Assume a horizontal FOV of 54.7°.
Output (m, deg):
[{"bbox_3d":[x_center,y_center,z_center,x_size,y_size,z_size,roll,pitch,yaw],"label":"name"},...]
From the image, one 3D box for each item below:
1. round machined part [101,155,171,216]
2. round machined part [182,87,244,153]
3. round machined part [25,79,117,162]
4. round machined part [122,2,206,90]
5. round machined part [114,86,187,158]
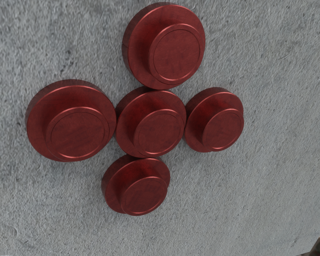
[{"bbox_3d":[-0.029,0.084,0.435,0.099,0.042,0.097,-14,125,-21],"label":"round machined part"},{"bbox_3d":[0.079,-0.005,0.439,0.099,0.042,0.097,-14,125,-21],"label":"round machined part"},{"bbox_3d":[-0.095,-0.001,0.345,0.099,0.042,0.097,-14,125,-21],"label":"round machined part"},{"bbox_3d":[0.010,-0.088,0.350,0.099,0.042,0.097,-14,125,-21],"label":"round machined part"},{"bbox_3d":[-0.009,-0.002,0.393,0.099,0.042,0.097,-14,125,-21],"label":"round machined part"}]
